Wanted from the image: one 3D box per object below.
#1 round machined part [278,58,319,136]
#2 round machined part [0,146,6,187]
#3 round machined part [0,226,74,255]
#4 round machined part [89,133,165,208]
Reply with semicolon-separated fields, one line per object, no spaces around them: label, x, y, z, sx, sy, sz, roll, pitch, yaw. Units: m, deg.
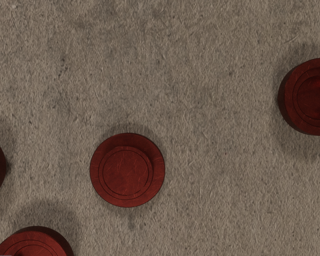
round machined part;0.202;-0.039;0.404;0.099;0.042;0.097;0;90;-1
round machined part;-0.247;0.050;0.398;0.099;0.042;0.097;0;90;-1
round machined part;-0.159;0.175;0.400;0.099;0.042;0.097;0;90;-1
round machined part;-0.042;0.055;0.401;0.099;0.042;0.097;0;90;-1
